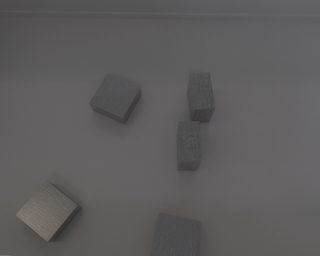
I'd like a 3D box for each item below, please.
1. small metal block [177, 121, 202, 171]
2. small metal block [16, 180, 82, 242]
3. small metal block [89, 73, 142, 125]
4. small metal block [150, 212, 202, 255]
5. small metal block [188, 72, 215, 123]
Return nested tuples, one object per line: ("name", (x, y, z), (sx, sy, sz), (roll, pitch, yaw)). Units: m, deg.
("small metal block", (0.035, 0.024, 0.388), (0.025, 0.050, 0.050), (0, 70, 0))
("small metal block", (-0.132, 0.100, 0.372), (0.050, 0.025, 0.050), (35, 74, 11))
("small metal block", (-0.060, -0.040, 0.424), (0.050, 0.025, 0.050), (25, 72, 8))
("small metal block", (0.018, 0.130, 0.362), (0.050, 0.025, 0.050), (11, 70, 4))
("small metal block", (0.053, -0.038, 0.411), (0.025, 0.050, 0.050), (-5, 70, -2))
